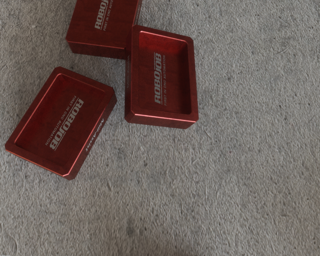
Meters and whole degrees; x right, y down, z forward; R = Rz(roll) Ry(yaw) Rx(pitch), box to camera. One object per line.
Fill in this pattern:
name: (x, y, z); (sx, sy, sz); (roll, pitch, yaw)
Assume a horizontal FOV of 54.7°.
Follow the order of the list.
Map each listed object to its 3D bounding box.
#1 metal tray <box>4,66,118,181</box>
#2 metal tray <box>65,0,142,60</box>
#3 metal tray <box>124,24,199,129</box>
metal tray: (-0.125, -0.008, 0.407); (0.090, 0.030, 0.130); (23, 71, 8)
metal tray: (-0.080, -0.171, 0.467); (0.091, 0.030, 0.130); (8, 70, 3)
metal tray: (0.001, -0.068, 0.413); (0.091, 0.030, 0.130); (7, 69, -21)
